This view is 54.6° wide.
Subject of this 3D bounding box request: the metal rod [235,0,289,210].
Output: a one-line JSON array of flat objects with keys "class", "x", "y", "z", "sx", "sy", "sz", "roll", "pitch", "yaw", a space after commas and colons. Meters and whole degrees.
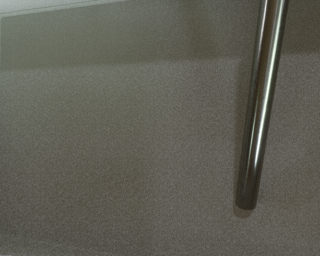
[{"class": "metal rod", "x": 0.103, "y": -0.043, "z": 0.312, "sx": 0.025, "sy": 0.025, "sz": 0.298, "roll": 9, "pitch": 117, "yaw": 20}]
